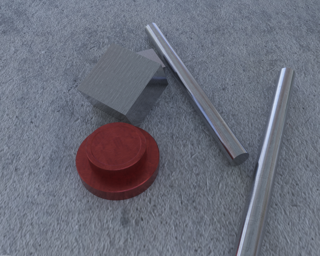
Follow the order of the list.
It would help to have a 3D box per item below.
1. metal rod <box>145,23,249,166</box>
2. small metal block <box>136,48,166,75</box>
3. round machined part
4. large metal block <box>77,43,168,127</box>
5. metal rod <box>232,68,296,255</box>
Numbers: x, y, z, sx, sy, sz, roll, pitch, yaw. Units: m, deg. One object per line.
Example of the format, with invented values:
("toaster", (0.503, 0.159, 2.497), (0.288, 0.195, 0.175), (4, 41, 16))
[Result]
("metal rod", (0.041, -0.069, 0.461), (0.025, 0.025, 0.300), (-17, 52, -14))
("small metal block", (-0.025, -0.094, 0.482), (0.050, 0.025, 0.050), (-19, 53, -16))
("round machined part", (-0.050, 0.031, 0.365), (0.099, 0.042, 0.098), (0, 50, 0))
("large metal block", (-0.048, -0.056, 0.417), (0.080, 0.050, 0.080), (28, 76, 21))
("metal rod", (0.137, 0.024, 0.384), (0.025, 0.025, 0.301), (18, 52, 14))
